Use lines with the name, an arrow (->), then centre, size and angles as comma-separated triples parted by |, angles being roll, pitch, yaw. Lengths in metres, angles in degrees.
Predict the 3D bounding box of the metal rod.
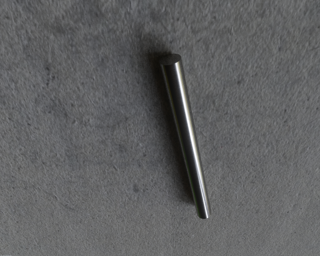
metal rod -> 0.043, 0.035, 0.437 | 0.025, 0.025, 0.298 | -10, 130, 8
